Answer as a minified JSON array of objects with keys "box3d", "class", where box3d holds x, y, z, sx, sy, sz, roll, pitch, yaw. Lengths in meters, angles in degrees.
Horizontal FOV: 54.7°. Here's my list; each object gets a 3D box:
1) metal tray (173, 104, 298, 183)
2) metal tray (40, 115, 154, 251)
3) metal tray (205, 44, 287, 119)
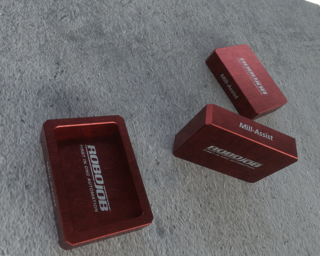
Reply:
[{"box3d":[0.094,0.025,0.396,0.131,0.090,0.030,21,54,-16],"class":"metal tray"},{"box3d":[-0.069,0.051,0.331,0.091,0.030,0.130,-6,64,-31],"class":"metal tray"},{"box3d":[0.147,-0.080,0.528,0.091,0.030,0.130,-19,72,-35],"class":"metal tray"}]
